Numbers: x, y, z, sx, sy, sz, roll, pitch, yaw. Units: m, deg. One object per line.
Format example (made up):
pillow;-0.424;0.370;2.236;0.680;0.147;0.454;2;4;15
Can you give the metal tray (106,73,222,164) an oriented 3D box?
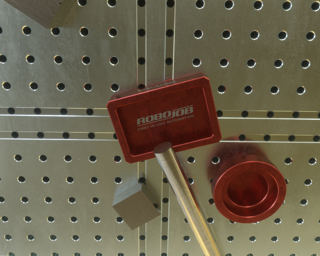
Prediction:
metal tray;0.007;-0.012;0.406;0.131;0.030;0.089;-14;110;4

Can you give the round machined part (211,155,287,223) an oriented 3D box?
round machined part;0.121;0.081;0.436;0.099;0.042;0.097;0;110;-1

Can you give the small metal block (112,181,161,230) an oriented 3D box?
small metal block;-0.034;0.114;0.455;0.050;0.025;0.050;-31;108;10

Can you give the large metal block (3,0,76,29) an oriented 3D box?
large metal block;-0.132;-0.167;0.337;0.080;0.050;0.080;33;107;-12

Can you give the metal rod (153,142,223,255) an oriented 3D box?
metal rod;0.060;0.147;0.451;0.025;0.025;0.299;-21;116;7
